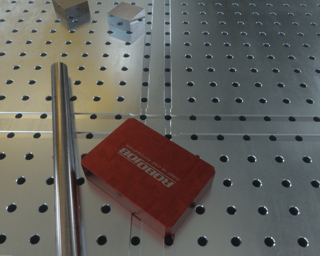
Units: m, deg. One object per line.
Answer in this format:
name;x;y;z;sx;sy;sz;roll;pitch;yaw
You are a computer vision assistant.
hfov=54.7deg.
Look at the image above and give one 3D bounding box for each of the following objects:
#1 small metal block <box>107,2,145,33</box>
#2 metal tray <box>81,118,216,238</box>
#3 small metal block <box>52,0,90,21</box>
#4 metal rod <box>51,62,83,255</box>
small metal block;-0.063;-0.209;0.582;0.050;0.025;0.050;23;54;18
metal tray;-0.014;0.051;0.361;0.130;0.030;0.090;31;56;23
small metal block;-0.174;-0.239;0.606;0.050;0.025;0.050;-32;58;-25
metal rod;-0.122;0.019;0.390;0.025;0.025;0.300;-10;51;-9
